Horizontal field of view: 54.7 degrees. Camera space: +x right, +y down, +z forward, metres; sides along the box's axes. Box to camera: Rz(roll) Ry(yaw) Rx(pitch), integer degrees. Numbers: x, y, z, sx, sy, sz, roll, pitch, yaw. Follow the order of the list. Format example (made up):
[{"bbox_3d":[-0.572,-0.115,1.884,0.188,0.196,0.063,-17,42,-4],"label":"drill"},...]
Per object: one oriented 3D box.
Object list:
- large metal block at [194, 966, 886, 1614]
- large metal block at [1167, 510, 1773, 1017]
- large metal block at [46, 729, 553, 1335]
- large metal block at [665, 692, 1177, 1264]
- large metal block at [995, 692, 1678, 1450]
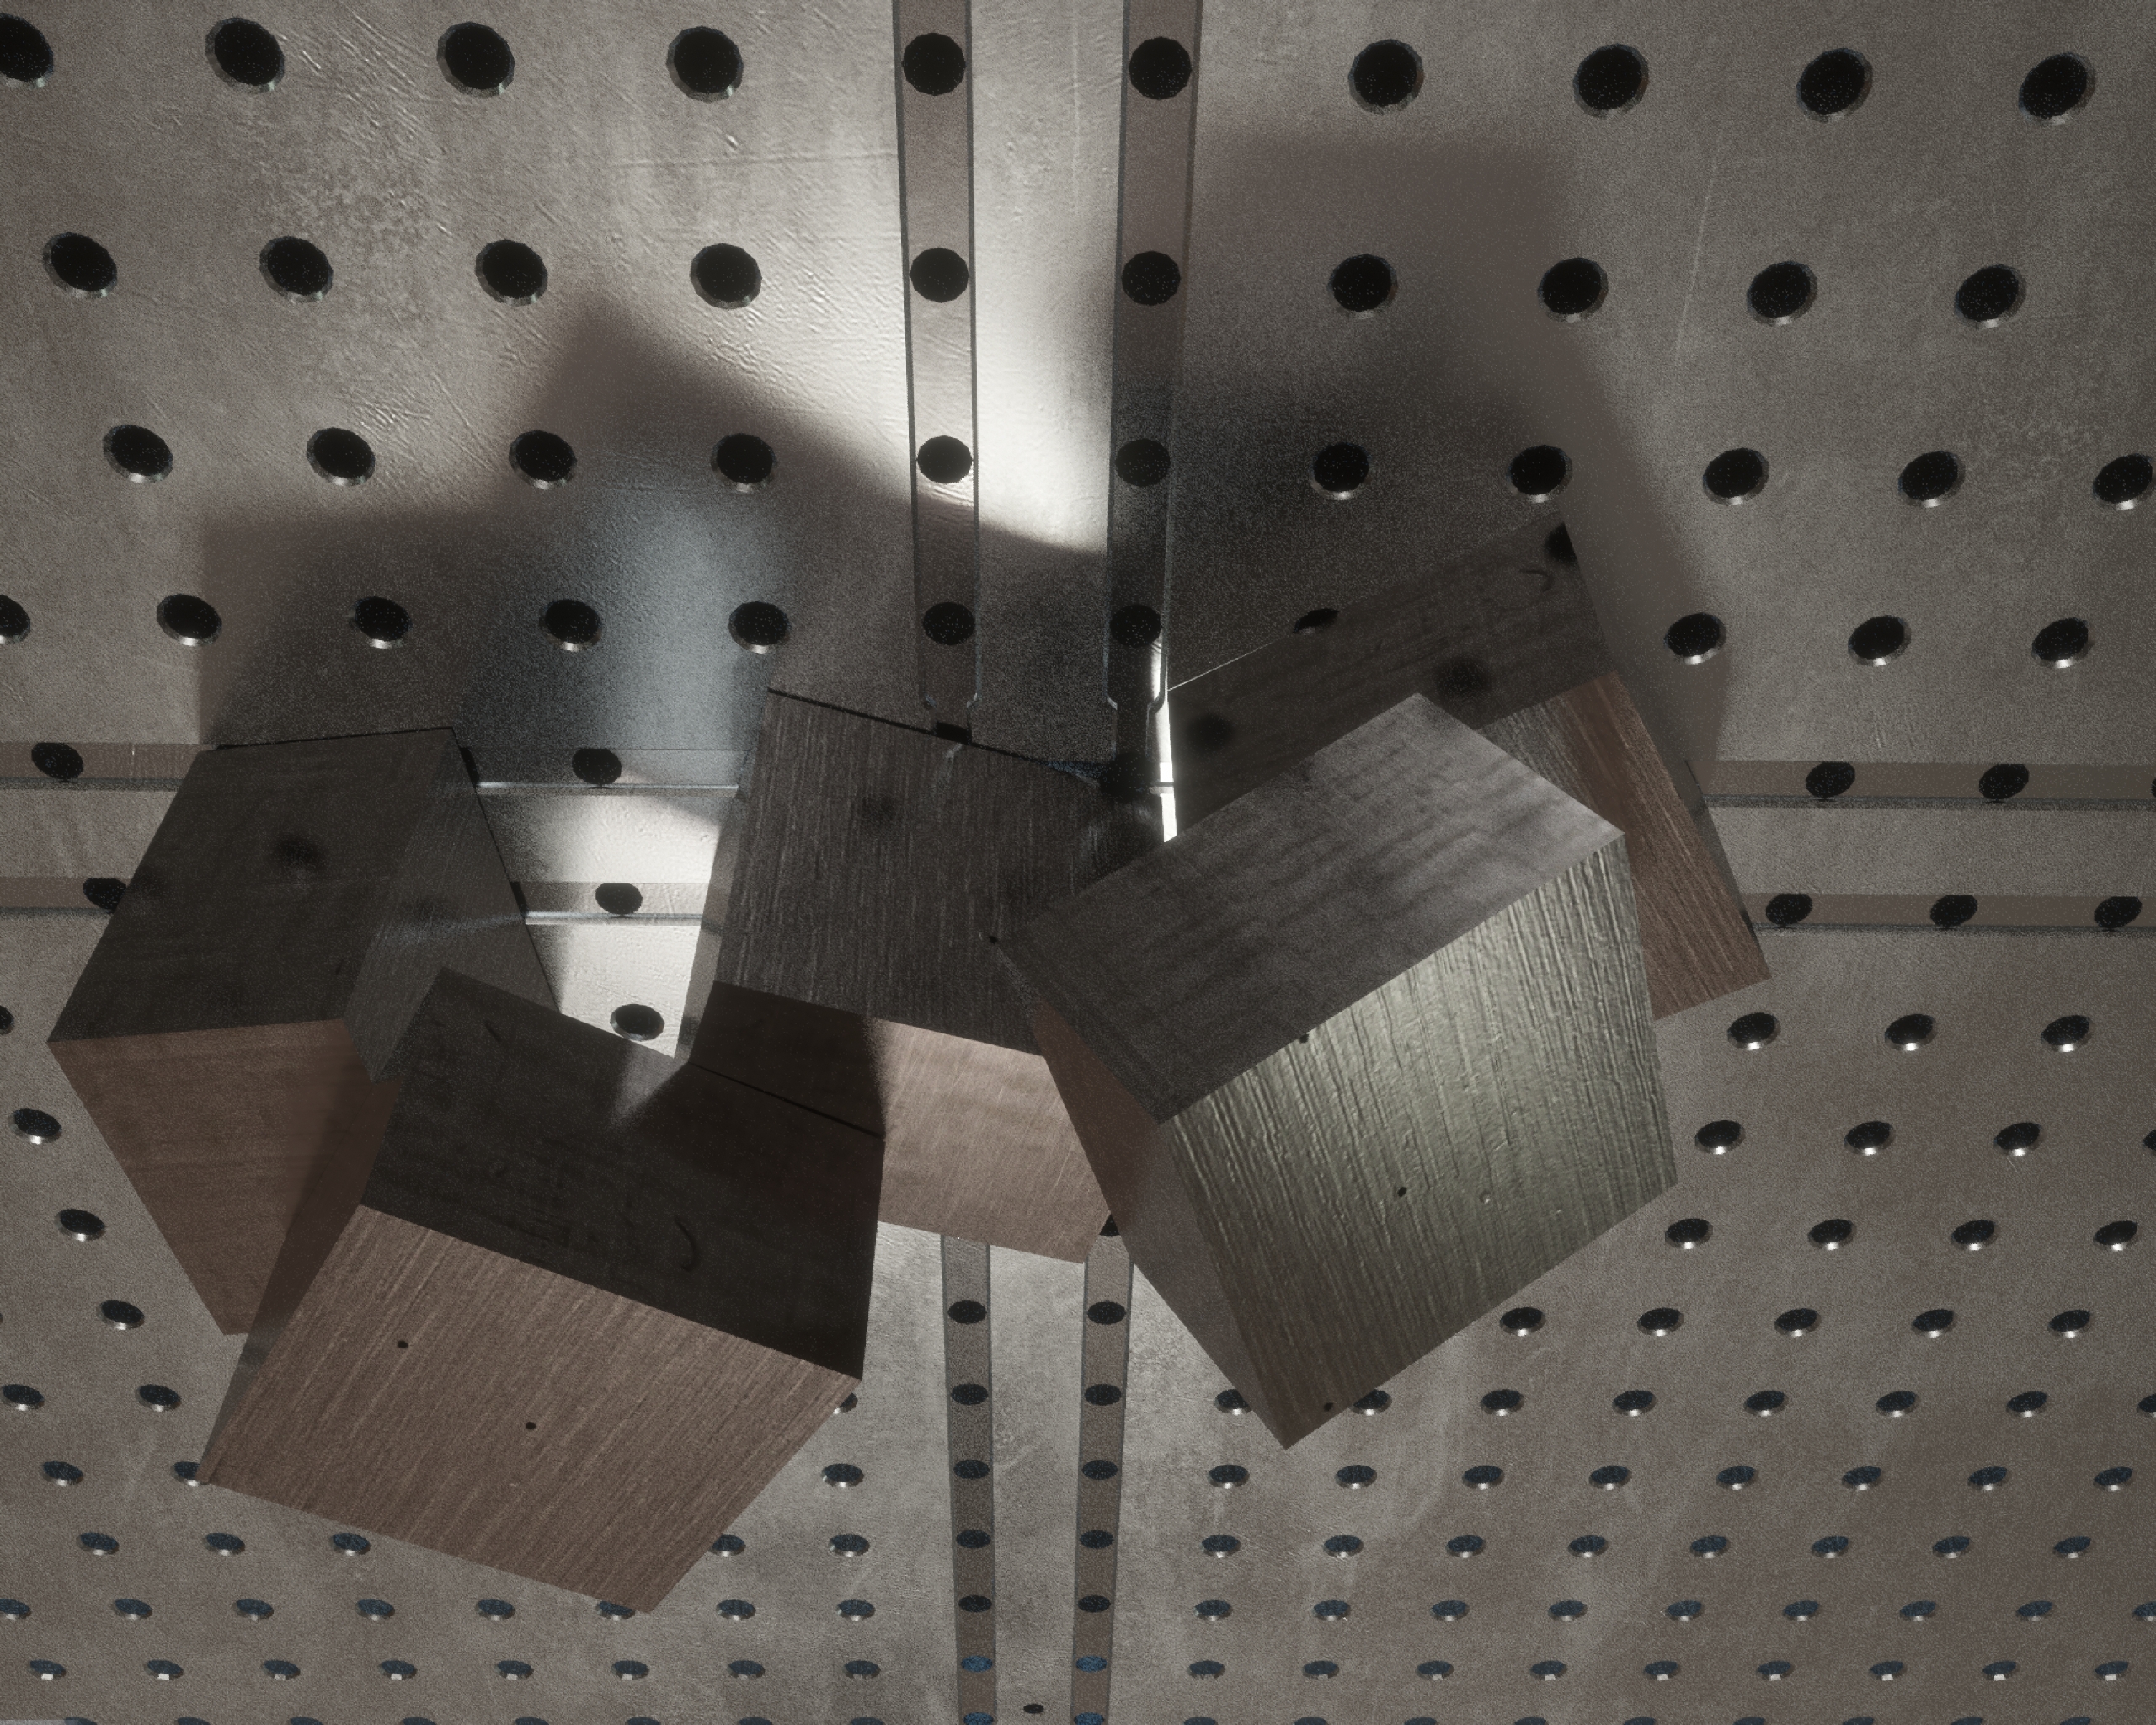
[{"bbox_3d":[-0.089,0.074,0.351,0.080,0.050,0.080,25,125,-20],"label":"large metal block"},{"bbox_3d":[0.072,-0.006,0.391,0.080,0.050,0.080,-24,127,18],"label":"large metal block"},{"bbox_3d":[-0.142,0.032,0.400,0.050,0.080,0.080,-5,130,4],"label":"large metal block"},{"bbox_3d":[-0.029,0.021,0.392,0.081,0.080,0.050,15,129,-13],"label":"large metal block"},{"bbox_3d":[0.044,0.033,0.334,0.080,0.050,0.080,-31,130,-13],"label":"large metal block"}]
